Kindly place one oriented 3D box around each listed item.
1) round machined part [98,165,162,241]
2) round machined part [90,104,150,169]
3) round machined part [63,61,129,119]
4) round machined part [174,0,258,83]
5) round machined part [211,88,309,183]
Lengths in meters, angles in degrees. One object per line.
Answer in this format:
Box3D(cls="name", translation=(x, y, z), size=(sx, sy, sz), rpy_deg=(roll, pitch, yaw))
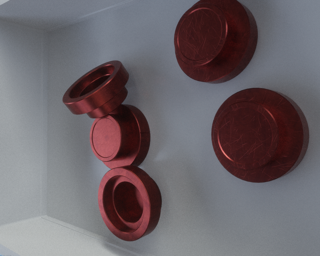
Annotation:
Box3D(cls="round machined part", translation=(-0.037, 0.099, 0.424), size=(0.098, 0.042, 0.097), rpy_deg=(3, 94, 38))
Box3D(cls="round machined part", translation=(-0.064, 0.013, 0.449), size=(0.098, 0.042, 0.097), rpy_deg=(0, 90, 40))
Box3D(cls="round machined part", translation=(-0.086, -0.051, 0.444), size=(0.098, 0.098, 0.042), rpy_deg=(-4, 131, 40))
Box3D(cls="round machined part", translation=(0.055, -0.101, 0.350), size=(0.098, 0.042, 0.097), rpy_deg=(0, 90, 40))
Box3D(cls="round machined part", translation=(0.095, 0.007, 0.318), size=(0.098, 0.042, 0.097), rpy_deg=(0, 90, 40))
